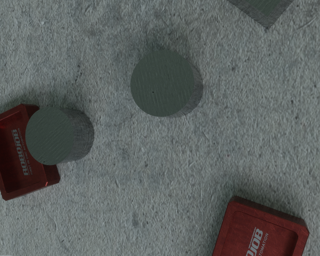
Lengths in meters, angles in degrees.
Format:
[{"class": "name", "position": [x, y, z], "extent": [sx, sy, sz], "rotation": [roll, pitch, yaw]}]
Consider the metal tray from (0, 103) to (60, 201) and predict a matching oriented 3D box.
[{"class": "metal tray", "position": [-0.217, 0.037, 0.482], "extent": [0.090, 0.030, 0.129], "rotation": [-21, 83, 18]}]

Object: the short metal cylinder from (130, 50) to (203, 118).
[{"class": "short metal cylinder", "position": [0.010, -0.053, 0.392], "extent": [0.080, 0.050, 0.079], "rotation": [0, 90, 20]}]

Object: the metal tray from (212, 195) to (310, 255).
[{"class": "metal tray", "position": [0.109, 0.158, 0.367], "extent": [0.090, 0.030, 0.129], "rotation": [17, 96, 19]}]

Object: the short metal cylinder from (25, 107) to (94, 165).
[{"class": "short metal cylinder", "position": [-0.143, 0.011, 0.446], "extent": [0.080, 0.050, 0.079], "rotation": [0, 90, 20]}]

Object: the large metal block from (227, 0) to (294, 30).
[{"class": "large metal block", "position": [0.119, -0.175, 0.353], "extent": [0.080, 0.050, 0.080], "rotation": [43, 103, 15]}]
